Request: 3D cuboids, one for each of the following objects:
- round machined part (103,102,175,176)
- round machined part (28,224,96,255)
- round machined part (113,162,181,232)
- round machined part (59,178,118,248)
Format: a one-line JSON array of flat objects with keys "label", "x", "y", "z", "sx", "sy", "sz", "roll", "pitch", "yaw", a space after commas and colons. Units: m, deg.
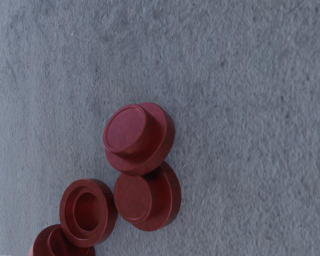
[{"label": "round machined part", "x": -0.033, "y": 0.008, "z": 0.394, "sx": 0.098, "sy": 0.042, "sz": 0.098, "roll": -20, "pitch": 52, "yaw": 27}, {"label": "round machined part", "x": -0.143, "y": 0.188, "z": 0.473, "sx": 0.098, "sy": 0.099, "sz": 0.042, "roll": 50, "pitch": 120, "yaw": 28}, {"label": "round machined part", "x": -0.024, "y": 0.088, "z": 0.411, "sx": 0.098, "sy": 0.042, "sz": 0.097, "roll": 0, "pitch": 90, "yaw": 39}, {"label": "round machined part", "x": -0.103, "y": 0.126, "z": 0.469, "sx": 0.098, "sy": 0.042, "sz": 0.097, "roll": -5, "pitch": 80, "yaw": 32}]
